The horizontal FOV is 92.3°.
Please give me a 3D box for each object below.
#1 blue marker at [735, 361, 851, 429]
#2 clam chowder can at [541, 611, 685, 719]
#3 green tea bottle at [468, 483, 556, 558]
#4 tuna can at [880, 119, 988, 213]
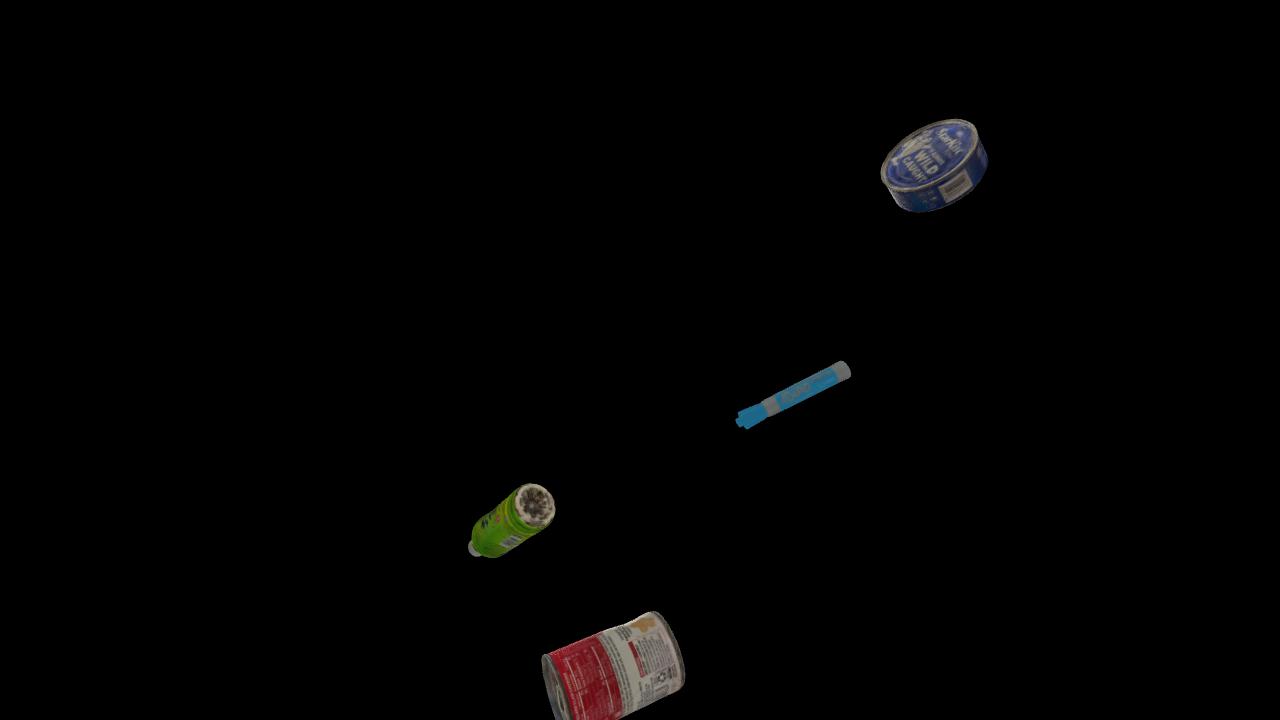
[{"bbox_3d":[0.146,0.034,0.590,0.121,0.020,0.020,-25,4,-9],"label":"blue marker"},{"bbox_3d":[-0.022,0.258,0.507,0.102,0.068,0.068,-13,5,-24],"label":"clam chowder can"},{"bbox_3d":[-0.207,0.257,0.938,0.073,0.073,0.212,0,-31,-43],"label":"green tea bottle"},{"bbox_3d":[0.267,-0.175,0.559,0.084,0.084,0.034,0,-33,49],"label":"tuna can"}]
